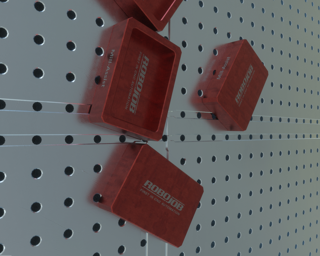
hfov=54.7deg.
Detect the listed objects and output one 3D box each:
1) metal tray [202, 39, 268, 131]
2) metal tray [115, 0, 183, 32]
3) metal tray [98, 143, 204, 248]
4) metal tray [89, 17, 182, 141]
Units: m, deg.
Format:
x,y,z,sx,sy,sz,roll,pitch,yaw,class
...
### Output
x,y,z,sx,sy,sz,roll,pitch,yaw,class
0.130,-0.071,0.518,0.090,0.030,0.130,42,65,-32,metal tray
-0.006,-0.197,0.402,0.090,0.030,0.130,45,63,-31,metal tray
-0.005,0.089,0.404,0.130,0.030,0.090,40,65,-33,metal tray
-0.026,-0.057,0.385,0.091,0.030,0.129,22,76,-38,metal tray
